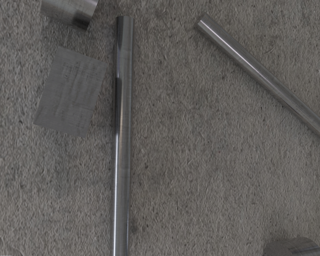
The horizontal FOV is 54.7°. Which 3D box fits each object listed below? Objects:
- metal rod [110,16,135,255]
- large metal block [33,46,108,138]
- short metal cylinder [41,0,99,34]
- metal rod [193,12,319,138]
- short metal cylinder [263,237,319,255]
[{"bbox_3d":[-0.048,0.012,0.391,0.025,0.025,0.298,1,90,-20],"label":"metal rod"},{"bbox_3d":[-0.101,-0.035,0.343,0.050,0.080,0.080,18,84,-19],"label":"large metal block"},{"bbox_3d":[-0.093,-0.153,0.345,0.050,0.080,0.080,21,83,-19],"label":"short metal cylinder"},{"bbox_3d":[0.171,-0.066,0.472,0.301,0.025,0.025,36,78,-17],"label":"metal rod"},{"bbox_3d":[0.198,0.205,0.454,0.050,0.080,0.080,-2,91,-20],"label":"short metal cylinder"}]
